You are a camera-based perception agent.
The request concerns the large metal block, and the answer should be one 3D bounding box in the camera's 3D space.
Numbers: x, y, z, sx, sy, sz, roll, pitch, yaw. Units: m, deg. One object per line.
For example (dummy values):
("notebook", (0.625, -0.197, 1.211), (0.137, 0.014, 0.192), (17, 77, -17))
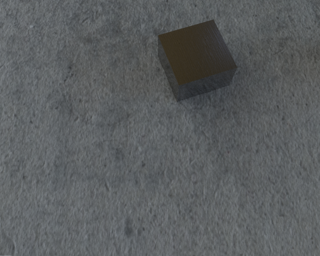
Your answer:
("large metal block", (0.048, -0.093, 0.429), (0.081, 0.050, 0.080), (-18, 71, -7))
